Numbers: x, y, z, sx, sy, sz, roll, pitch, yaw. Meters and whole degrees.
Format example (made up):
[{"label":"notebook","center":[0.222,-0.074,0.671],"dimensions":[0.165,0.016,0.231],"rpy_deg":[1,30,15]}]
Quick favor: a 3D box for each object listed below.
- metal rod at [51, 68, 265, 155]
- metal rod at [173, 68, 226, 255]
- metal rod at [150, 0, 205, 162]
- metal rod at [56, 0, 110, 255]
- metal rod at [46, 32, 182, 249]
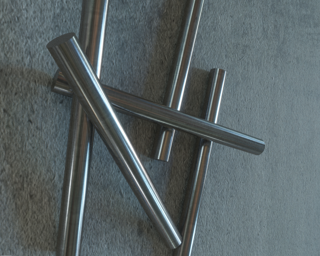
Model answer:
[{"label":"metal rod","center":[0.020,-0.010,0.388],"dimensions":[0.302,0.025,0.025],"rpy_deg":[17,79,-29]},{"label":"metal rod","center":[0.058,0.056,0.452],"dimensions":[0.025,0.025,0.299],"rpy_deg":[21,77,-38]},{"label":"metal rod","center":[0.032,-0.101,0.431],"dimensions":[0.025,0.025,0.299],"rpy_deg":[22,76,-38]},{"label":"metal rod","center":[-0.076,-0.012,0.309],"dimensions":[0.025,0.025,0.298],"rpy_deg":[3,98,-40]},{"label":"metal rod","center":[-0.031,0.041,0.335],"dimensions":[0.025,0.025,0.299],"rpy_deg":[-47,132,-30]}]
